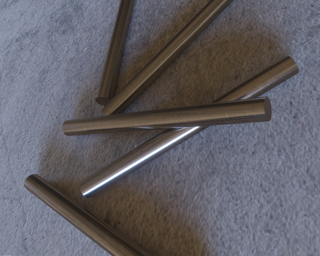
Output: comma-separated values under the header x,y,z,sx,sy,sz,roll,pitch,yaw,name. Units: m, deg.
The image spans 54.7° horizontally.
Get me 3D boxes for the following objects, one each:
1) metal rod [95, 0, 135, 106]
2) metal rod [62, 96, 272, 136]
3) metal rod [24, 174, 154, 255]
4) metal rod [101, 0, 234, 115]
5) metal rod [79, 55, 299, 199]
x,y,z,sx,sy,sz,roll,pitch,yaw,name
-0.069,-0.171,0.542,0.025,0.025,0.299,-7,59,24,metal rod
-0.017,-0.009,0.391,0.300,0.025,0.025,-4,60,34,metal rod
-0.071,0.122,0.364,0.300,0.025,0.025,21,73,35,metal rod
0.027,-0.125,0.465,0.300,0.025,0.025,-46,51,-4,metal rod
0.030,0.003,0.385,0.300,0.025,0.025,-32,52,7,metal rod
